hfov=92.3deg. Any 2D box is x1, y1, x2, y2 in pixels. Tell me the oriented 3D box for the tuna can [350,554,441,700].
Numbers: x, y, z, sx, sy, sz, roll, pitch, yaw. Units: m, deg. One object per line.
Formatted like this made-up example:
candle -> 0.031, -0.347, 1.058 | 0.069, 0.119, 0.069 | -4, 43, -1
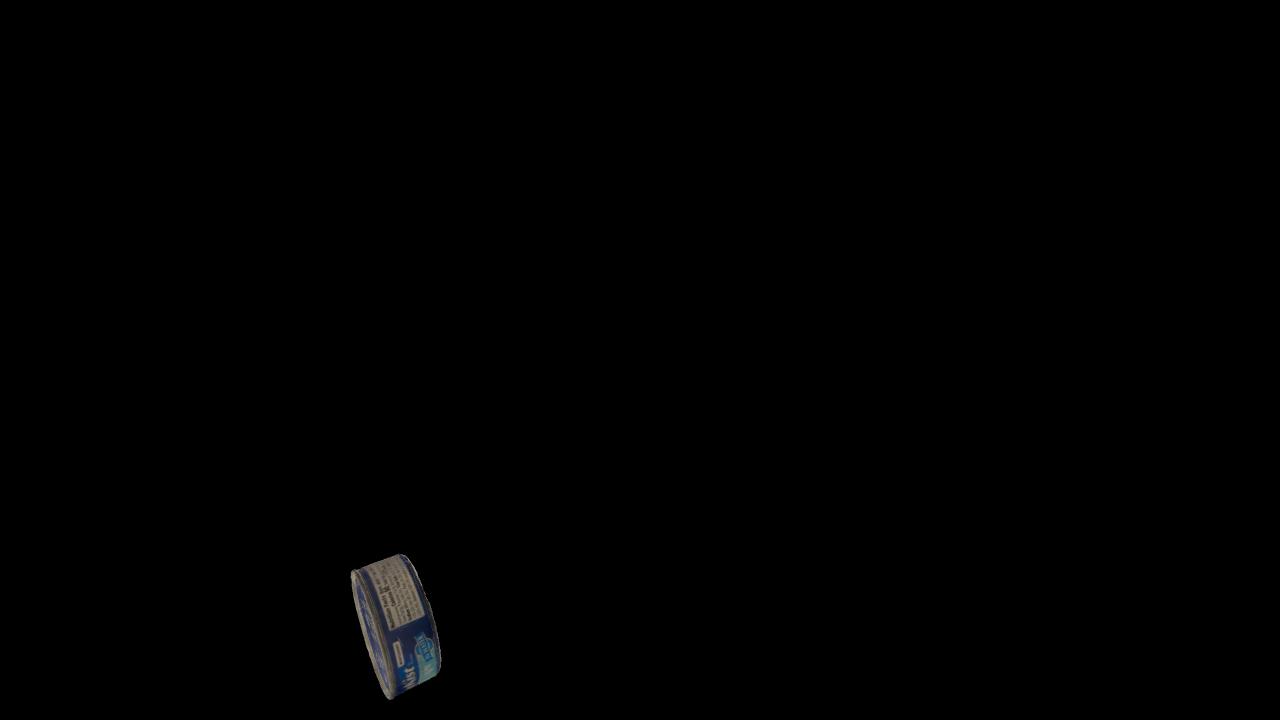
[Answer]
tuna can -> -0.160, 0.172, 0.402 | 0.034, 0.084, 0.084 | -14, 8, -34
